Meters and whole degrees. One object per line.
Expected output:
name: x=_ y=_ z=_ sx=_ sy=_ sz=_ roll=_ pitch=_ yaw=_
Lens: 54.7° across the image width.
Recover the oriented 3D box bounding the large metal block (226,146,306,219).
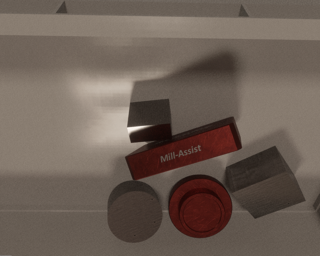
large metal block: x=0.158 y=0.084 z=0.467 sx=0.080 sy=0.050 sz=0.080 roll=-28 pitch=125 yaw=21

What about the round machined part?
round machined part: x=0.062 y=0.124 z=0.476 sx=0.099 sy=0.042 sz=0.097 roll=0 pitch=98 yaw=0

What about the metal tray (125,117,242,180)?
metal tray: x=0.033 y=0.023 z=0.386 sx=0.130 sy=0.090 sz=0.030 roll=-18 pitch=92 yaw=14

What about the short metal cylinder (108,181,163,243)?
short metal cylinder: x=-0.040 y=0.127 z=0.477 sx=0.081 sy=0.050 sz=0.079 roll=-1 pitch=98 yaw=-10

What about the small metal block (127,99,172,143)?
small metal block: x=-0.012 y=-0.010 z=0.384 sx=0.050 sy=0.050 sz=0.025 roll=-5 pitch=130 yaw=4
